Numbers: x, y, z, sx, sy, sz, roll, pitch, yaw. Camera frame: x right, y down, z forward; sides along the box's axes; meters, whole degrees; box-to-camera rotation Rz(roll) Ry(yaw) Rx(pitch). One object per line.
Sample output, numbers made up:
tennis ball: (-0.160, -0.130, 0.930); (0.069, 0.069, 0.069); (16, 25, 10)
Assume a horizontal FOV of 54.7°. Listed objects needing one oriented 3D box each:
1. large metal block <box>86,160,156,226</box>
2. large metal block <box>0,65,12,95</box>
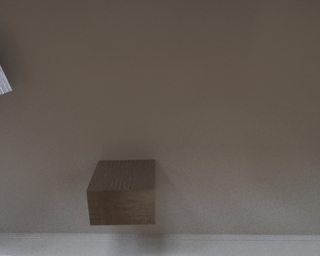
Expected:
large metal block: (-0.046, 0.083, 0.412); (0.080, 0.080, 0.050); (-1, 110, 0)
large metal block: (-0.232, -0.064, 0.349); (0.050, 0.081, 0.080); (3, 118, 44)
